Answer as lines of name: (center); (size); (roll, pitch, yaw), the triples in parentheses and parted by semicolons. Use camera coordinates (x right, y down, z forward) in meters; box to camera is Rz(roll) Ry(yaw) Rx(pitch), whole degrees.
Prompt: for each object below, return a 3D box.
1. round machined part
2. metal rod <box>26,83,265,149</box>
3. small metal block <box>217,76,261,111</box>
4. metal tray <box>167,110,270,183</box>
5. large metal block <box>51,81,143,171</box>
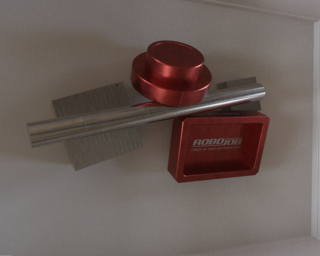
round machined part: (0.016, -0.072, 0.375); (0.099, 0.098, 0.042); (-5, 132, -20)
metal rod: (0.006, -0.022, 0.365); (0.303, 0.025, 0.025); (-12, 95, -27)
small metal block: (0.116, -0.045, 0.453); (0.050, 0.025, 0.050); (-12, 94, -20)
metal tray: (0.080, 0.023, 0.422); (0.131, 0.030, 0.089); (-2, 110, -21)
large metal block: (-0.076, -0.003, 0.367); (0.081, 0.050, 0.080); (-19, 97, -19)
